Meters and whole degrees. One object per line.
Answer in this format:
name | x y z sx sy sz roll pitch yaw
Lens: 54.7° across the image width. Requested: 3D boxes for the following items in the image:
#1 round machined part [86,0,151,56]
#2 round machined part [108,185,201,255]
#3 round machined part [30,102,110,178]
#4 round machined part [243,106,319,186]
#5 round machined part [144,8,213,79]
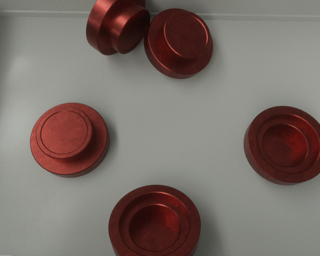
round machined part | -0.050 -0.141 0.422 0.042 0.098 0.098 37 74 12
round machined part | -0.005 0.115 0.345 0.099 0.042 0.098 -1 43 1
round machined part | -0.116 0.011 0.395 0.099 0.042 0.098 0 70 -1
round machined part | 0.155 0.025 0.394 0.099 0.042 0.098 0 70 -1
round machined part | 0.031 -0.121 0.428 0.099 0.042 0.097 4 79 -19
